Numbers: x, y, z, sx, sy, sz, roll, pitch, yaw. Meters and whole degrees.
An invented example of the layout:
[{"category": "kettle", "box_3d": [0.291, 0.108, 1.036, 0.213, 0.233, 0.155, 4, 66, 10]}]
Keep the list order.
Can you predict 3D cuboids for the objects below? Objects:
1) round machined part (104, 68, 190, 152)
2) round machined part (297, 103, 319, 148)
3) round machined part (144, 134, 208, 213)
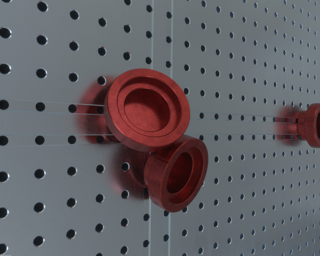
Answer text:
[{"category": "round machined part", "box_3d": [-0.018, -0.018, 0.365, 0.099, 0.042, 0.098, 9, 65, -19]}, {"category": "round machined part", "box_3d": [0.338, -0.005, 0.679, 0.099, 0.042, 0.097, 0, 90, -40]}, {"category": "round machined part", "box_3d": [0.017, 0.054, 0.400, 0.099, 0.042, 0.097, -24, 123, -44]}]
